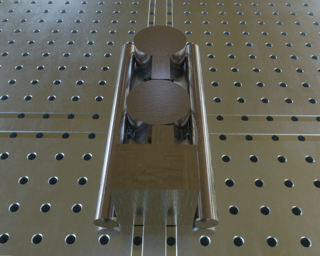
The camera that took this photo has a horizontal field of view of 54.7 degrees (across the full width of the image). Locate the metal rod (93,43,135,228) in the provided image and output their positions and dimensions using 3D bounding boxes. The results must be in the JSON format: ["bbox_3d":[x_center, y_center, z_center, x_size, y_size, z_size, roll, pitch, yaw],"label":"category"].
[{"bbox_3d":[-0.054,-0.016,0.419,0.025,0.025,0.300,1,50,1],"label":"metal rod"}]

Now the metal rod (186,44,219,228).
[{"bbox_3d":[0.051,-0.015,0.419,0.025,0.025,0.300,1,50,1],"label":"metal rod"}]

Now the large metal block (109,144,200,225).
[{"bbox_3d":[-0.004,0.061,0.321,0.080,0.080,0.050,1,50,0],"label":"large metal block"}]

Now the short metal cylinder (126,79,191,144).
[{"bbox_3d":[-0.002,-0.018,0.406,0.080,0.050,0.080,0,50,0],"label":"short metal cylinder"}]

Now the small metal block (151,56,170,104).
[{"bbox_3d":[0.001,-0.069,0.447,0.025,0.050,0.050,1,50,1],"label":"small metal block"}]

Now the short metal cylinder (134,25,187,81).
[{"bbox_3d":[0.000,-0.118,0.490,0.080,0.050,0.080,0,50,0],"label":"short metal cylinder"}]

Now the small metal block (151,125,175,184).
[{"bbox_3d":[0.003,0.032,0.364,0.025,0.050,0.050,0,50,0],"label":"small metal block"}]
